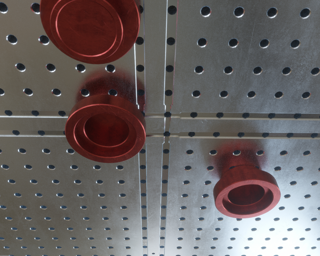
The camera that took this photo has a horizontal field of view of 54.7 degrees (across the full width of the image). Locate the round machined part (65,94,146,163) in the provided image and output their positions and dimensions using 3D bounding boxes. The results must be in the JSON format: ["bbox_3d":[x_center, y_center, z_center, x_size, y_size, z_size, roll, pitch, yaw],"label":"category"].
[{"bbox_3d":[-0.067,-0.003,0.397,0.099,0.042,0.097,-1,130,0],"label":"round machined part"}]

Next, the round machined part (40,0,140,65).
[{"bbox_3d":[-0.069,-0.106,0.309,0.099,0.042,0.097,-1,130,0],"label":"round machined part"}]

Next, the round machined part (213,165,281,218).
[{"bbox_3d":[0.133,0.096,0.484,0.099,0.042,0.097,-1,130,0],"label":"round machined part"}]
